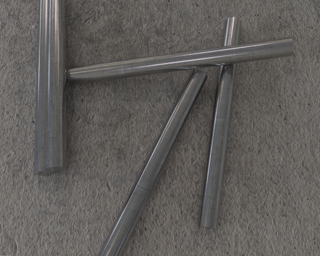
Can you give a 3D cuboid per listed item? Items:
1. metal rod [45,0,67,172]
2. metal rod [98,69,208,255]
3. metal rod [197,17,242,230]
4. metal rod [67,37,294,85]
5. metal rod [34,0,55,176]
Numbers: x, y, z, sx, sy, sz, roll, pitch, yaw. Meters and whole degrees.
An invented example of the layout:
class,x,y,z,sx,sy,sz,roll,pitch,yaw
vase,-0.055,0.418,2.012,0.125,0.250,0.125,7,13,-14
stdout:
class,x,y,z,sx,sy,sz,roll,pitch,yaw
metal rod,-0.141,-0.090,0.421,0.025,0.025,0.299,-6,70,-2
metal rod,-0.010,0.052,0.388,0.025,0.025,0.300,24,72,8
metal rod,0.083,-0.020,0.415,0.025,0.025,0.299,10,70,3
metal rod,0.024,-0.090,0.422,0.302,0.025,0.025,-7,70,5
metal rod,-0.160,-0.083,0.437,0.025,0.025,0.299,-6,70,-2
